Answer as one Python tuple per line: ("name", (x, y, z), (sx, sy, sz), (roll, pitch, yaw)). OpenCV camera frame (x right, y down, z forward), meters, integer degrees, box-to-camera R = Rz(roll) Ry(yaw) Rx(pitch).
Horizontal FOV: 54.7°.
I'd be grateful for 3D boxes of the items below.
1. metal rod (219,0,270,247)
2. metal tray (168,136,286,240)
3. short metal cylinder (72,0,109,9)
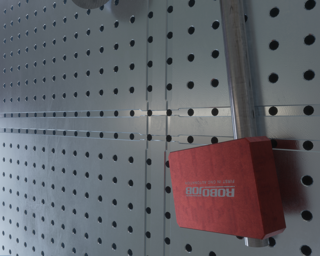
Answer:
("metal rod", (0.089, -0.027, 0.335), (0.025, 0.025, 0.298), (-8, 85, 39))
("metal tray", (0.062, 0.062, 0.330), (0.130, 0.030, 0.090), (-18, 77, 56))
("short metal cylinder", (-0.111, -0.228, 0.465), (0.080, 0.081, 0.050), (-52, 60, 27))
